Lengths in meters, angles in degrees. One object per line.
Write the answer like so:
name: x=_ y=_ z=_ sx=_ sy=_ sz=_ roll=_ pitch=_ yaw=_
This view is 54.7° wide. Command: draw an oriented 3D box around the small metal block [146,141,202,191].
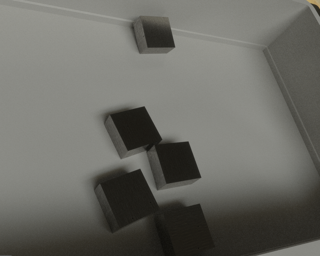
small metal block: x=0.017 y=0.046 z=0.386 sx=0.050 sy=0.025 sz=0.050 roll=-4 pitch=64 yaw=-30

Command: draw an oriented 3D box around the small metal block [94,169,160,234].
small metal block: x=-0.036 y=0.079 z=0.338 sx=0.050 sy=0.025 sz=0.050 roll=-16 pitch=70 yaw=-35

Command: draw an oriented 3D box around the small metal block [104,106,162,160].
small metal block: x=-0.033 y=0.005 z=0.384 sx=0.050 sy=0.025 sz=0.050 roll=-17 pitch=71 yaw=-35

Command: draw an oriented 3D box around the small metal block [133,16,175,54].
small metal block: x=-0.009 y=-0.143 z=0.479 sx=0.050 sy=0.025 sz=0.050 roll=-10 pitch=85 yaw=-32

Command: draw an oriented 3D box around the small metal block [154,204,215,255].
small metal block: x=0.027 y=0.117 z=0.348 sx=0.050 sy=0.025 sz=0.050 roll=-5 pitch=64 yaw=-30
